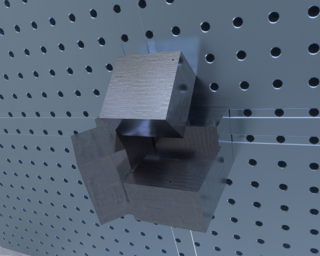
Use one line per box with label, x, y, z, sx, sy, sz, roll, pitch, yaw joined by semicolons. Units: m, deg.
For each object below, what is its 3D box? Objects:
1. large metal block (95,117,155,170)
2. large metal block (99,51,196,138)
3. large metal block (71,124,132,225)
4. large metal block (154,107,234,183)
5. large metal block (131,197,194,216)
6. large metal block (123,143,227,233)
large metal block;-0.033;0.016;0.423;0.080;0.050;0.080;7;122;25
large metal block;-0.012;-0.036;0.350;0.080;0.080;0.050;2;158;27
large metal block;-0.064;0.050;0.366;0.050;0.080;0.080;-20;117;-13
large metal block;0.043;0.020;0.385;0.080;0.050;0.080;3;120;27
large metal block;0.017;0.100;0.422;0.080;0.050;0.080;2;164;27
large metal block;0.020;0.059;0.337;0.080;0.080;0.050;2;119;27
